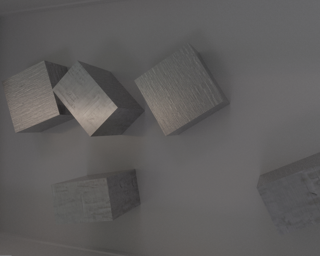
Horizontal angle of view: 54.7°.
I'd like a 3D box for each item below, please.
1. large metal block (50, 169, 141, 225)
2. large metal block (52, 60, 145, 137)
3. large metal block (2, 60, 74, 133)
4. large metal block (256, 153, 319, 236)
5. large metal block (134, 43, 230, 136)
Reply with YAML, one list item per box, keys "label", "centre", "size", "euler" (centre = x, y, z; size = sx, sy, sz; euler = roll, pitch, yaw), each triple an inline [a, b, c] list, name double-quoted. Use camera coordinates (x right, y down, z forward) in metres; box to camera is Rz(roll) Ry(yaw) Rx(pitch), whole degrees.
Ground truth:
- label: "large metal block"
  centre: [-0.082, 0.089, 0.410]
  size: [0.080, 0.080, 0.050]
  euler: [-10, 87, 20]
- label: "large metal block"
  centre: [-0.078, -0.036, 0.409]
  size: [0.050, 0.080, 0.080]
  euler: [-45, 76, 15]
- label: "large metal block"
  centre: [-0.175, -0.043, 0.459]
  size: [0.080, 0.050, 0.080]
  euler: [-20, 84, 19]
- label: "large metal block"
  centre: [0.153, 0.064, 0.327]
  size: [0.080, 0.080, 0.050]
  euler: [-26, 82, 18]
- label: "large metal block"
  centre: [0.029, -0.045, 0.387]
  size: [0.080, 0.050, 0.080]
  euler: [-32, 80, 17]
